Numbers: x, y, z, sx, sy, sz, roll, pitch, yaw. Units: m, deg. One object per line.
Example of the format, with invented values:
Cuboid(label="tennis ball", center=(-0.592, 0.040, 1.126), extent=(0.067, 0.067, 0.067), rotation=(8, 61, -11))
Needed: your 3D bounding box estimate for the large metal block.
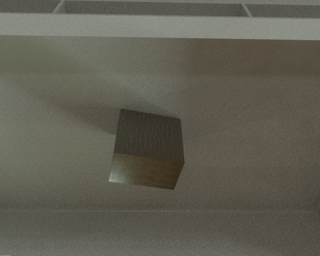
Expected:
Cuboid(label="large metal block", center=(-0.017, 0.026, 0.392), extent=(0.081, 0.080, 0.050), rotation=(9, 129, -8))
